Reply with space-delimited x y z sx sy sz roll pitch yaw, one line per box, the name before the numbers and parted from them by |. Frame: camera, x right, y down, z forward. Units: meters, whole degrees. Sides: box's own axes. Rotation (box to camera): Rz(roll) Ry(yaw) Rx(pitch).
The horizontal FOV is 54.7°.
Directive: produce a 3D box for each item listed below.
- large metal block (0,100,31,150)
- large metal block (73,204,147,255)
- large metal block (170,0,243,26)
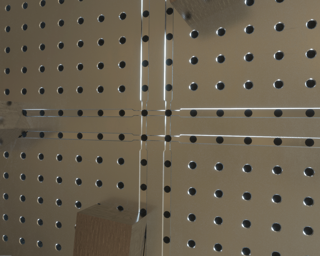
large metal block | -0.265 -0.001 0.475 0.080 0.080 0.050 -31 80 17
large metal block | -0.068 0.156 0.422 0.080 0.050 0.079 7 92 19
large metal block | 0.053 -0.172 0.364 0.080 0.080 0.050 -20 84 18
